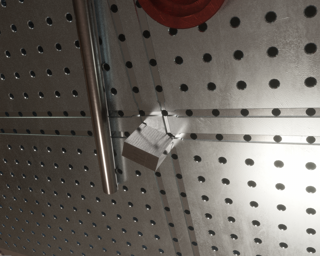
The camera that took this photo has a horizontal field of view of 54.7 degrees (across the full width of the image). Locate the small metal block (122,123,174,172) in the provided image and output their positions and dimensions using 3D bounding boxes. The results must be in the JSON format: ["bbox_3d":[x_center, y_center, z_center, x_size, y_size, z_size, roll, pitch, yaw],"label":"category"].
[{"bbox_3d":[-0.016,0.025,0.417,0.050,0.050,0.025,24,127,13],"label":"small metal block"}]

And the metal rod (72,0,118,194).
[{"bbox_3d":[-0.086,-0.026,0.438,0.025,0.025,0.298,12,124,21],"label":"metal rod"}]

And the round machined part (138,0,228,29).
[{"bbox_3d":[0.024,-0.148,0.295,0.098,0.042,0.097,13,124,20],"label":"round machined part"}]
